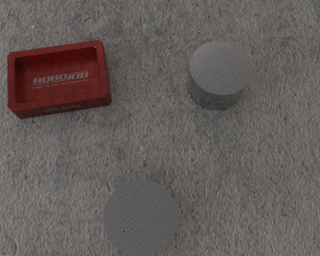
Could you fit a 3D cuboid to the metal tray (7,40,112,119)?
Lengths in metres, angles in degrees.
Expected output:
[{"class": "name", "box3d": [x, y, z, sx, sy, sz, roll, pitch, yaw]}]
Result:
[{"class": "metal tray", "box3d": [-0.138, -0.068, 0.429, 0.131, 0.030, 0.090, -9, 70, -4]}]

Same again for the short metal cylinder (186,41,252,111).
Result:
[{"class": "short metal cylinder", "box3d": [0.078, -0.070, 0.421, 0.081, 0.050, 0.080, 0, 70, 0]}]

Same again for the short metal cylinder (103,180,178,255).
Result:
[{"class": "short metal cylinder", "box3d": [-0.021, 0.104, 0.357, 0.081, 0.050, 0.080, 0, 70, 0]}]
